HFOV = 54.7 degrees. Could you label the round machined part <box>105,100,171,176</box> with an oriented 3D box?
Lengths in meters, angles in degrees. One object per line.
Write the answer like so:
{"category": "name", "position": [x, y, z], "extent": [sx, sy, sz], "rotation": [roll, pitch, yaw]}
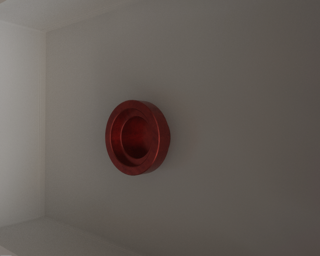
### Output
{"category": "round machined part", "position": [-0.025, 0.012, 0.414], "extent": [0.098, 0.042, 0.097], "rotation": [0, 90, 39]}
